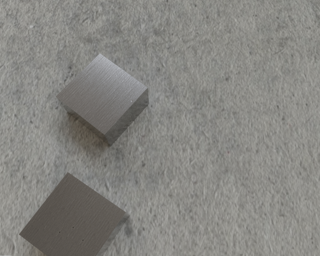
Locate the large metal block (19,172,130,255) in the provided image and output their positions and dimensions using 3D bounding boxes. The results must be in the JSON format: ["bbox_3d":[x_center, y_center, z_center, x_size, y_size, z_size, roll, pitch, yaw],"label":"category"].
[{"bbox_3d":[-0.093,0.110,0.354,0.080,0.050,0.080,32,73,10],"label":"large metal block"}]

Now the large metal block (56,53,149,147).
[{"bbox_3d":[-0.072,-0.036,0.407,0.080,0.050,0.080,37,74,12],"label":"large metal block"}]
